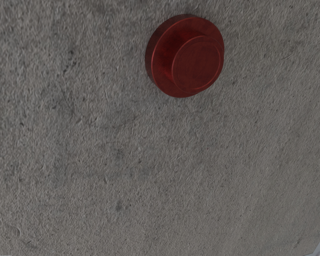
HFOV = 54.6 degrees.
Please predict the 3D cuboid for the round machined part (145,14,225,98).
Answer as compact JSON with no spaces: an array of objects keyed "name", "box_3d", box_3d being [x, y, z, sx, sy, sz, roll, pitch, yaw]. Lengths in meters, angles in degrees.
[{"name":"round machined part","box_3d":[0.036,-0.080,0.365,0.099,0.042,0.097,-14,124,-21]}]
